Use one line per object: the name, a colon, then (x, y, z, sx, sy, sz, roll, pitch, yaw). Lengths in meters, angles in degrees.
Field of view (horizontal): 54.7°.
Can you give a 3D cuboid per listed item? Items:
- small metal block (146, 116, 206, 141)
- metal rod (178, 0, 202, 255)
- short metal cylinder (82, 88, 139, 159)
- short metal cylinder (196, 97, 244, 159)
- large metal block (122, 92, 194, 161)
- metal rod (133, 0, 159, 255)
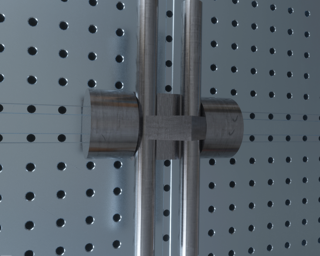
small metal block: (0.018, 0.000, 0.336, 0.050, 0.050, 0.025, 1, 90, 24)
metal rod: (0.036, 0.000, 0.369, 0.025, 0.025, 0.298, 1, 90, -20)
short metal cylinder: (-0.060, -0.004, 0.358, 0.050, 0.080, 0.079, 2, 90, -20)
short metal cylinder: (0.064, 0.000, 0.403, 0.050, 0.080, 0.079, 1, 90, -19)
large metal block: (-0.003, -0.002, 0.394, 0.081, 0.050, 0.079, 1, 90, -20)
metal rod: (-0.016, 0.002, 0.350, 0.025, 0.025, 0.298, 1, 90, -20)
